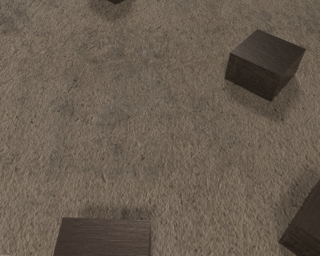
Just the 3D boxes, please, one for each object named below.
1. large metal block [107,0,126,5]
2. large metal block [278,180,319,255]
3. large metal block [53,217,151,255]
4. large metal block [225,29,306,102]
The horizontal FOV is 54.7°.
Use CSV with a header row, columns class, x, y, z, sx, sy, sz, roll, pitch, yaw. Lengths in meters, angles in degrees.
class,x,y,z,sx,sy,sz,roll,pitch,yaw
large metal block,-0.101,-0.311,0.627,0.080,0.080,0.050,37,59,26
large metal block,0.180,0.100,0.305,0.080,0.050,0.080,34,58,25
large metal block,-0.051,0.130,0.277,0.081,0.050,0.080,2,50,1
large metal block,0.158,-0.097,0.471,0.080,0.050,0.080,33,57,24
